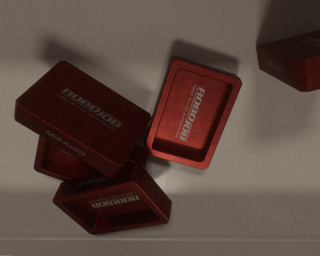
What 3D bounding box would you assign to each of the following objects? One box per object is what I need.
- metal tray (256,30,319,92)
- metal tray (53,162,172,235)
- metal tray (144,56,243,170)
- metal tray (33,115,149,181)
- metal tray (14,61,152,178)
[{"bbox_3d":[0.167,-0.077,0.329,0.090,0.130,0.030,-14,110,4],"label":"metal tray"},{"bbox_3d":[-0.062,0.098,0.407,0.130,0.030,0.090,-17,126,25],"label":"metal tray"},{"bbox_3d":[0.039,-0.018,0.402,0.091,0.030,0.129,16,109,-7],"label":"metal tray"},{"bbox_3d":[-0.091,0.042,0.405,0.131,0.030,0.089,22,132,-9],"label":"metal tray"},{"bbox_3d":[-0.085,-0.013,0.361,0.130,0.090,0.030,32,138,-5],"label":"metal tray"}]
